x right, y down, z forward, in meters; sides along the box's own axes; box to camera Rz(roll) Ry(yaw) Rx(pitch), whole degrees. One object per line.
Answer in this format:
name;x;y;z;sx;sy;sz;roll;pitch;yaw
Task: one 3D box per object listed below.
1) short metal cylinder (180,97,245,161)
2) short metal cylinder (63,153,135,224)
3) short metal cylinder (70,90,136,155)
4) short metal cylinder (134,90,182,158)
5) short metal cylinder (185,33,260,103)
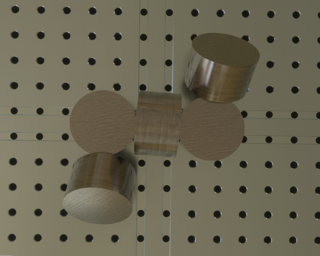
short metal cylinder;0.063;0.000;0.401;0.081;0.050;0.079;0;90;-1
short metal cylinder;-0.072;0.075;0.379;0.081;0.050;0.079;0;134;1
short metal cylinder;-0.069;-0.006;0.399;0.081;0.050;0.079;0;90;-1
short metal cylinder;-0.003;-0.005;0.386;0.050;0.080;0.079;5;90;0
short metal cylinder;0.074;-0.075;0.380;0.081;0.080;0.050;9;132;-1
